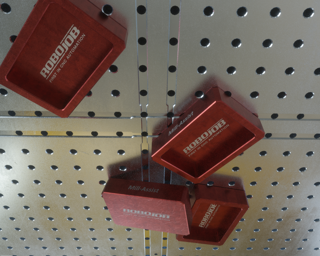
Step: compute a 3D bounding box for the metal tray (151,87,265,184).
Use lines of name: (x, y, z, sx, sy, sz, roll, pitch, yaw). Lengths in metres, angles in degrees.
metal tray: (0.062, 0.016, 0.421, 0.090, 0.030, 0.129, 32, 123, -25)

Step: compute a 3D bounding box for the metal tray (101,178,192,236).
metal tray: (-0.018, 0.125, 0.493, 0.130, 0.030, 0.090, 3, 132, 16)

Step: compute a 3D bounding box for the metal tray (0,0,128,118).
metal tray: (-0.109, -0.078, 0.340, 0.090, 0.030, 0.129, 32, 123, -25)

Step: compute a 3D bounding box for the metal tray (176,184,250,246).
metal tray: (0.086, 0.155, 0.540, 0.091, 0.030, 0.129, 10, 130, -9)
